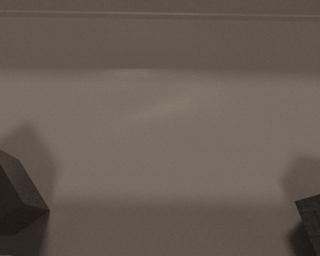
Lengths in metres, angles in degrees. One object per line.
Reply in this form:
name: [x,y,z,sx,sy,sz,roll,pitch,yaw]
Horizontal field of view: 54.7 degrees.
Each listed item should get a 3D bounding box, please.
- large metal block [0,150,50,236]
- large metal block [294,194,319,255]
large metal block: [-0.180,0.073,0.352,0.050,0.080,0.080,-35,74,-12]
large metal block: [0.208,0.108,0.341,0.081,0.050,0.080,-2,66,-36]
